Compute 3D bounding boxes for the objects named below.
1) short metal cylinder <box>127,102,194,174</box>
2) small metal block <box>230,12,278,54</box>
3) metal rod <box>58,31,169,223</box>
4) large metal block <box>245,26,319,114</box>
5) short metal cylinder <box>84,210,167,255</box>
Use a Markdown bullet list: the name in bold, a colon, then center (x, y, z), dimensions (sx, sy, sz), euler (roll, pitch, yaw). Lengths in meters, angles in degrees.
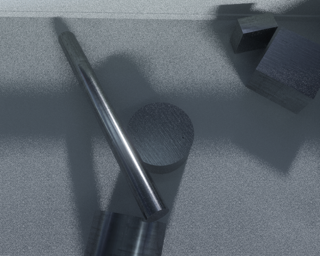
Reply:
- **short metal cylinder**: center (0.000, 0.014, 0.391), dimensions (0.081, 0.050, 0.080), euler (0, 70, -1)
- **small metal block**: center (0.134, -0.136, 0.448), dimensions (0.050, 0.050, 0.025), euler (-13, 71, -5)
- **metal rod**: center (-0.070, -0.023, 0.380), dimensions (0.025, 0.025, 0.299), euler (-26, 58, -9)
- **large metal block**: center (0.179, -0.079, 0.427), dimensions (0.080, 0.050, 0.080), euler (31, 73, 10)
- **short metal cylinder**: center (-0.037, 0.122, 0.335), dimensions (0.080, 0.080, 0.050), euler (10, 71, 3)
